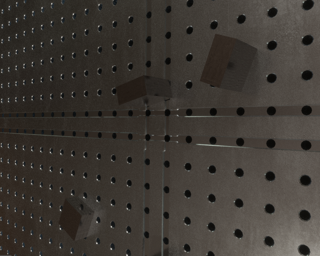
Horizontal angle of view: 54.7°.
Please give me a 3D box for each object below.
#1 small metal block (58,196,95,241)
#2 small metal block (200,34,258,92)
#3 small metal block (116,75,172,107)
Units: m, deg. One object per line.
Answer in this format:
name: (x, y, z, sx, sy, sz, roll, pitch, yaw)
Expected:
small metal block: (-0.142, 0.152, 0.523, 0.050, 0.025, 0.050, 30, 108, 35)
small metal block: (0.074, -0.068, 0.331, 0.025, 0.050, 0.050, 28, 107, 36)
small metal block: (-0.021, -0.047, 0.408, 0.050, 0.050, 0.025, -15, 80, 38)
